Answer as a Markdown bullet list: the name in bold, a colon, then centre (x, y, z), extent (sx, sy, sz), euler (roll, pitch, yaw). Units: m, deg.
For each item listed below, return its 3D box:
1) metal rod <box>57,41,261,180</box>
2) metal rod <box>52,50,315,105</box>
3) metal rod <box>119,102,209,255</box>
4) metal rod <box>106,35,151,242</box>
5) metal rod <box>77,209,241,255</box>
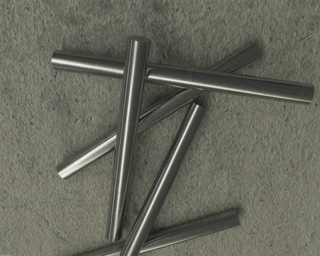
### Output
- **metal rod**: centre (-0.009, -0.017, 0.403), extent (0.300, 0.025, 0.025), euler (-32, 107, 11)
- **metal rod**: centre (0.022, -0.061, 0.365), extent (0.302, 0.025, 0.025), euler (9, 110, 5)
- **metal rod**: centre (-0.008, 0.103, 0.431), extent (0.025, 0.025, 0.298), euler (23, 102, -8)
- **metal rod**: centre (-0.046, 0.034, 0.397), extent (0.025, 0.025, 0.298), euler (9, 119, -3)
- **metal rod**: centre (-0.026, 0.179, 0.475), extent (0.301, 0.025, 0.025), euler (-19, 109, 6)
